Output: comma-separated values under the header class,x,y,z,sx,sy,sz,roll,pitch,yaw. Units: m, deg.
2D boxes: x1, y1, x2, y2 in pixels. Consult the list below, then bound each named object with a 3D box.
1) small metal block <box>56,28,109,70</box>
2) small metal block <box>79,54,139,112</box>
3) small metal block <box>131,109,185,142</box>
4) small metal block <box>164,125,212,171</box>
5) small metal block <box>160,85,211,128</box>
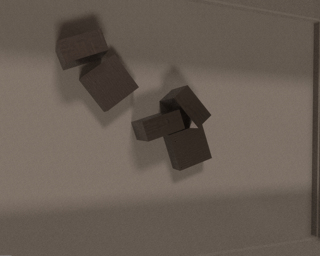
class,x,y,z,sx,sy,sz,roll,pitch,yaw
small metal block,-0.093,-0.091,0.363,0.050,0.050,0.025,-23,98,-19
small metal block,-0.064,-0.055,0.388,0.050,0.025,0.050,-40,103,-16
small metal block,-0.004,-0.004,0.397,0.050,0.050,0.025,-19,97,-19
small metal block,0.037,0.025,0.426,0.050,0.025,0.050,-19,97,-19
small metal block,0.033,-0.027,0.410,0.025,0.050,0.050,-44,104,-15
